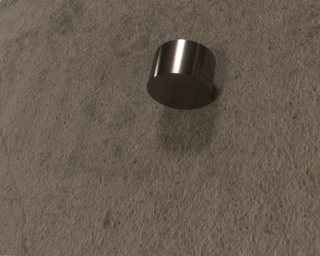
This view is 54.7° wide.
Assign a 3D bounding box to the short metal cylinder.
[{"bbox_3d":[0.028,-0.065,0.393,0.080,0.080,0.050,-3,61,26],"label":"short metal cylinder"}]
